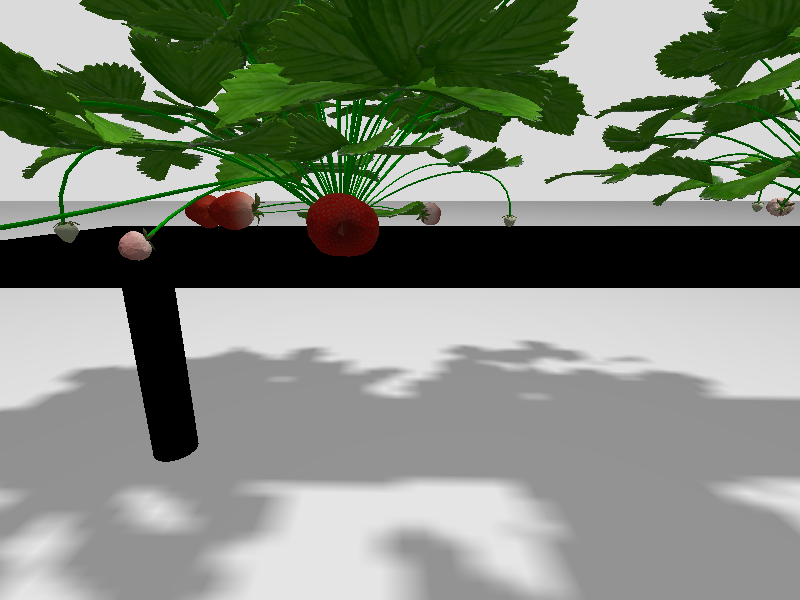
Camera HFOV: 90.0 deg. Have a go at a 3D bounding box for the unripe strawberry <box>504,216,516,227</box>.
[{"bbox_3d":[0.096,-0.069,0.351,0.010,0.010,0.009,-1,15,-2],"label":"unripe strawberry"}]

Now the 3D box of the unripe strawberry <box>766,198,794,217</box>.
[{"bbox_3d":[0.501,-0.122,0.528,0.027,0.024,0.025,8,7,27],"label":"unripe strawberry"}]

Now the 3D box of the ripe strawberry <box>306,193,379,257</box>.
[{"bbox_3d":[-0.028,-0.037,0.201,0.037,0.032,0.037,-2,16,-8],"label":"ripe strawberry"}]

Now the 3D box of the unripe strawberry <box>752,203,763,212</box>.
[{"bbox_3d":[0.470,-0.122,0.526,0.011,0.012,0.011,6,16,20],"label":"unripe strawberry"}]

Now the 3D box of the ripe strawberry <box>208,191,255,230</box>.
[{"bbox_3d":[-0.143,-0.076,0.342,0.038,0.032,0.038,-1,15,0],"label":"ripe strawberry"}]

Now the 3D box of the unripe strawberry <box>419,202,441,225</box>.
[{"bbox_3d":[0.033,-0.090,0.418,0.024,0.023,0.022,-13,20,-41],"label":"unripe strawberry"}]

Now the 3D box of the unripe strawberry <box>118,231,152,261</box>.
[{"bbox_3d":[-0.130,-0.026,0.196,0.012,0.014,0.014,8,39,26],"label":"unripe strawberry"}]

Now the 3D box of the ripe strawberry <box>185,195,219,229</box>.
[{"bbox_3d":[-0.178,-0.080,0.364,0.031,0.030,0.034,2,15,9],"label":"ripe strawberry"}]

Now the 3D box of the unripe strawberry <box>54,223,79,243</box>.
[{"bbox_3d":[-0.192,-0.039,0.231,0.011,0.011,0.010,-12,20,-38],"label":"unripe strawberry"}]
